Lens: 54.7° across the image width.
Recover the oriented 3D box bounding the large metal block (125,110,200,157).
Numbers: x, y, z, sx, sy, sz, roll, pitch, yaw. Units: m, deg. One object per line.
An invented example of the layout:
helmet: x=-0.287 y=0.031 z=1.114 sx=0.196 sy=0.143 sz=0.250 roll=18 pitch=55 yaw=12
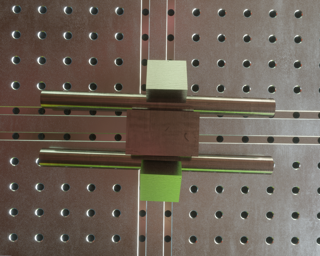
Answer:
large metal block: x=0.003 y=0.006 z=0.381 sx=0.081 sy=0.080 sz=0.050 roll=2 pitch=90 yaw=0

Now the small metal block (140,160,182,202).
small metal block: x=0.001 y=0.068 z=0.398 sx=0.050 sy=0.025 sz=0.050 roll=3 pitch=128 yaw=-1

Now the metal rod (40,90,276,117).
metal rod: x=-0.002 y=-0.032 z=0.409 sx=0.302 sy=0.025 sz=0.025 roll=2 pitch=90 yaw=-1

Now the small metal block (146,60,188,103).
small metal block: x=0.008 y=-0.060 z=0.398 sx=0.050 sy=0.025 sz=0.050 roll=1 pitch=56 yaw=-1

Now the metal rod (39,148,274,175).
metal rod: x=-0.004 y=0.044 z=0.410 sx=0.302 sy=0.025 sz=0.025 roll=2 pitch=90 yaw=-1
